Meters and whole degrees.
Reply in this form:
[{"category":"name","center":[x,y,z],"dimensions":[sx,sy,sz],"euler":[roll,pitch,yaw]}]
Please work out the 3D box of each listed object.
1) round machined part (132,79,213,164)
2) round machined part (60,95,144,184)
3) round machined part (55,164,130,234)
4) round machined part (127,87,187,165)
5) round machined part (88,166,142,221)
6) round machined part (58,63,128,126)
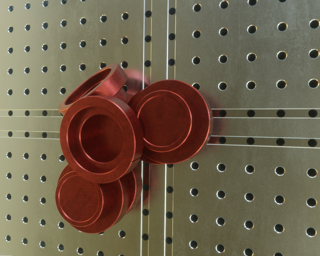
[{"category":"round machined part","center":[0.008,-0.007,0.355],"dimensions":[0.098,0.042,0.097],"euler":[0,89,20]},{"category":"round machined part","center":[-0.062,0.011,0.358],"dimensions":[0.098,0.042,0.097],"euler":[4,99,22]},{"category":"round machined part","center":[-0.091,0.085,0.391],"dimensions":[0.098,0.042,0.097],"euler":[0,90,20]},{"category":"round machined part","center":[-0.004,-0.003,0.383],"dimensions":[0.098,0.042,0.097],"euler":[0,90,20]},{"category":"round machined part","center":[-0.077,0.075,0.409],"dimensions":[0.098,0.042,0.097],"euler":[0,90,20]},{"category":"round machined part","center":[-0.082,-0.040,0.413],"dimensions":[0.098,0.098,0.042],"euler":[-29,116,17]}]
